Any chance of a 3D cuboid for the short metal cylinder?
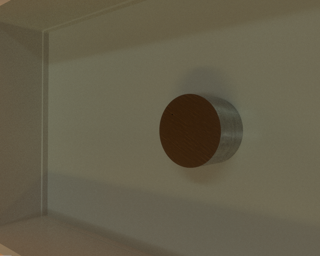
[{"bbox_3d":[0.046,0.003,0.353,0.080,0.050,0.080,0,90,40],"label":"short metal cylinder"}]
